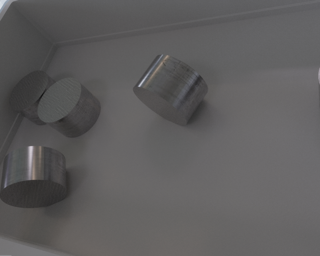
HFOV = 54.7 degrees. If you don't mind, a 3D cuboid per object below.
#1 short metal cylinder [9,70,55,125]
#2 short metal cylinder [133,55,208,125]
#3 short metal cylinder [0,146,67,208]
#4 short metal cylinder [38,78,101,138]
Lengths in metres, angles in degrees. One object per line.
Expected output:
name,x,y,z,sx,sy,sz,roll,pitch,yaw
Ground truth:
short metal cylinder,-0.207,-0.051,0.530,0.080,0.050,0.080,-13,56,21
short metal cylinder,0.013,-0.047,0.392,0.080,0.080,0.050,25,76,37
short metal cylinder,-0.168,0.068,0.418,0.080,0.080,0.050,-24,53,13
short metal cylinder,-0.141,-0.031,0.483,0.080,0.050,0.080,-13,56,21
